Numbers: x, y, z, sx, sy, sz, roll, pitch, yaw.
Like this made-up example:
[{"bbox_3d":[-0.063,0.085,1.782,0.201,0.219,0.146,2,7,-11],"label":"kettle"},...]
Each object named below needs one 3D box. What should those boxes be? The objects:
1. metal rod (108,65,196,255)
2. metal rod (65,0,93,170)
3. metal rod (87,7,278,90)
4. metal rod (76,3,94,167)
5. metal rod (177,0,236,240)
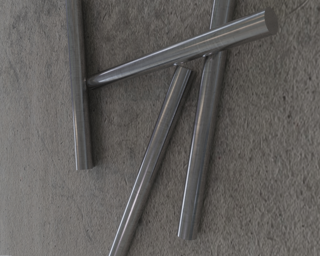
[{"bbox_3d":[-0.017,0.061,0.419,0.025,0.025,0.298,32,110,35],"label":"metal rod"},{"bbox_3d":[-0.129,-0.085,0.488,0.025,0.025,0.298,-8,85,40],"label":"metal rod"},{"bbox_3d":[-0.003,-0.084,0.384,0.299,0.025,0.025,-6,86,46],"label":"metal rod"},{"bbox_3d":[-0.133,-0.083,0.514,0.025,0.025,0.298,-8,85,40],"label":"metal rod"},{"bbox_3d":[0.054,-0.016,0.360,0.025,0.025,0.298,13,99,39],"label":"metal rod"}]
